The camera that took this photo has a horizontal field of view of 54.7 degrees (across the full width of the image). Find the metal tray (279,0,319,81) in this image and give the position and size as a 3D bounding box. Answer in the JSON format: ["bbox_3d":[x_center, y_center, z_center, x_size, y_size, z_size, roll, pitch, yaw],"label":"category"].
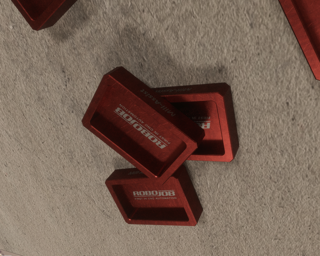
[{"bbox_3d":[0.150,-0.114,0.253,0.090,0.030,0.130,-22,107,36],"label":"metal tray"}]

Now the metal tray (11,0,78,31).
[{"bbox_3d":[-0.156,-0.194,0.362,0.090,0.030,0.130,-26,105,36],"label":"metal tray"}]

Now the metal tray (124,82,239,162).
[{"bbox_3d":[0.025,-0.005,0.385,0.130,0.030,0.089,-1,118,28],"label":"metal tray"}]

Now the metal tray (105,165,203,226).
[{"bbox_3d":[-0.011,0.104,0.471,0.130,0.030,0.090,-9,114,32],"label":"metal tray"}]

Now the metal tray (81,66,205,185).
[{"bbox_3d":[-0.023,0.000,0.374,0.130,0.030,0.089,38,129,2],"label":"metal tray"}]
